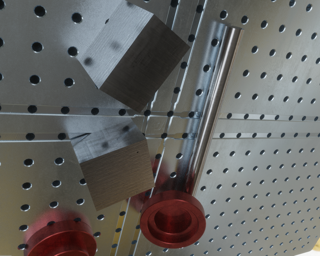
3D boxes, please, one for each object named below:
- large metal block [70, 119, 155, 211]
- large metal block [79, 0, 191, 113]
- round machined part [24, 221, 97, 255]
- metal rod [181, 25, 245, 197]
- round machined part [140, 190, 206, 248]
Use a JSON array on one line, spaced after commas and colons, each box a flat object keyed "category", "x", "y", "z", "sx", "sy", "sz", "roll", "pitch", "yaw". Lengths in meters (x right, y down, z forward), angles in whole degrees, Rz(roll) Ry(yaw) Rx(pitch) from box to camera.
[{"category": "large metal block", "x": -0.058, "y": 0.046, "z": 0.392, "sx": 0.081, "sy": 0.050, "sz": 0.079, "roll": -20, "pitch": 126, "yaw": -17}, {"category": "large metal block", "x": -0.029, "y": -0.074, "z": 0.314, "sx": 0.050, "sy": 0.080, "sz": 0.080, "roll": 31, "pitch": 101, "yaw": -38}, {"category": "round machined part", "x": -0.138, "y": 0.182, "z": 0.438, "sx": 0.099, "sy": 0.042, "sz": 0.097, "roll": -14, "pitch": 124, "yaw": -21}, {"category": "metal rod", "x": 0.066, "y": 0.006, "z": 0.450, "sx": 0.025, "sy": 0.025, "sz": 0.298, "roll": -3, "pitch": 120, "yaw": -27}, {"category": "round machined part", "x": 0.020, "y": 0.135, "z": 0.478, "sx": 0.099, "sy": 0.042, "sz": 0.097, "roll": 1, "pitch": 117, "yaw": 2}]
